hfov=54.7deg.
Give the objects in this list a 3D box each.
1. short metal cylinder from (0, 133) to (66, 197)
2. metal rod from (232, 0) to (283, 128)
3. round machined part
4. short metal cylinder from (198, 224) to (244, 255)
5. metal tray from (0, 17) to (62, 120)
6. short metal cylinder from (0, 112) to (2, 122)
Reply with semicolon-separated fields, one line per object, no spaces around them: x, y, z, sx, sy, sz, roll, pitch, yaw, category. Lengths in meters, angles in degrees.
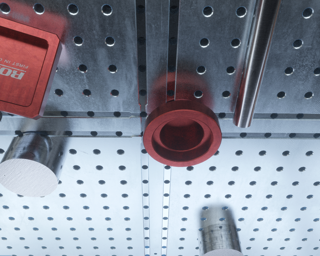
-0.180;0.053;0.439;0.081;0.050;0.079;0;130;0;short metal cylinder
0.108;-0.122;0.308;0.025;0.025;0.298;0;130;0;metal rod
0.028;0.003;0.403;0.099;0.042;0.097;0;130;0;round machined part
0.114;0.226;0.589;0.081;0.050;0.079;0;130;0;short metal cylinder
-0.177;-0.067;0.313;0.131;0.030;0.090;15;84;-13;metal tray
-0.235;-0.019;0.357;0.080;0.080;0.050;-8;130;7;short metal cylinder
